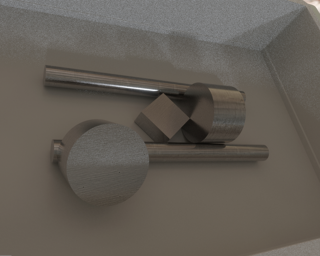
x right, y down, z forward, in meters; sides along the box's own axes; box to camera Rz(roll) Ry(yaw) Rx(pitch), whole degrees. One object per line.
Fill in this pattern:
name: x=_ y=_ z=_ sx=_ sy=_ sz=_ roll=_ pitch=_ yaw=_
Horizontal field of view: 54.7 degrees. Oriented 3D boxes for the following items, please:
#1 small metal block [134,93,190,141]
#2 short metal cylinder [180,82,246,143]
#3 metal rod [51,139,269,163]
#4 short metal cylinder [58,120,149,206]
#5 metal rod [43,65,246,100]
small metal block: x=0.003 y=-0.011 z=0.413 sx=0.050 sy=0.025 sz=0.050 roll=44 pitch=51 yaw=2
short metal cylinder: x=0.069 y=-0.019 z=0.420 sx=0.050 sy=0.080 sz=0.080 roll=2 pitch=61 yaw=-28
metal rod: x=0.020 y=0.031 z=0.397 sx=0.303 sy=0.025 sz=0.025 roll=3 pitch=61 yaw=-27
short metal cylinder: x=-0.058 y=0.033 z=0.315 sx=0.081 sy=0.050 sz=0.079 roll=-3 pitch=97 yaw=-27
metal rod: x=-0.003 y=-0.055 z=0.437 sx=0.303 sy=0.025 sz=0.025 roll=3 pitch=61 yaw=-27
